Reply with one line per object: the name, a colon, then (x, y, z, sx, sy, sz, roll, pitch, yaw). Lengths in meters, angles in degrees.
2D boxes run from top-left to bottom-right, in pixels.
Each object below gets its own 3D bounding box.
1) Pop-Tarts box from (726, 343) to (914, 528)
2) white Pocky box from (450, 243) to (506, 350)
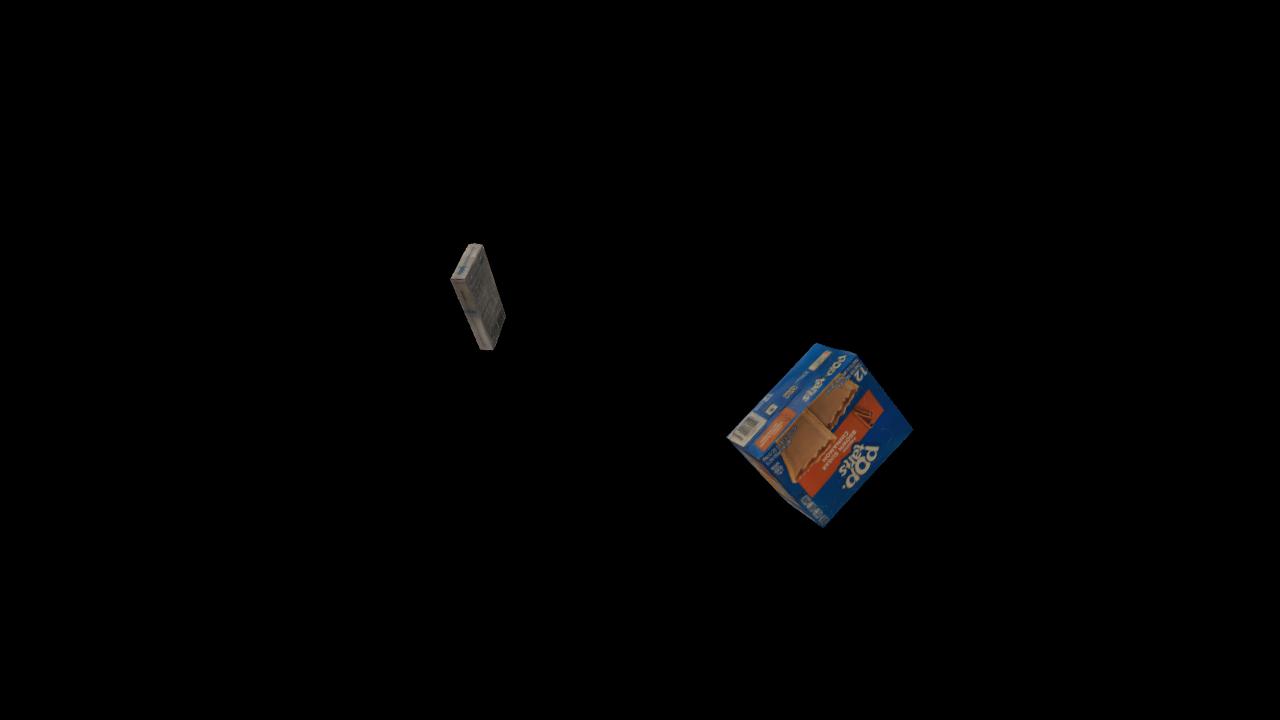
Pop-Tarts box: (0.219, 0.089, 0.749, 0.141, 0.167, 0.083, 47, -4, -23)
white Pocky box: (-0.248, -0.095, 0.961, 0.028, 0.084, 0.154, 3, -41, 9)
